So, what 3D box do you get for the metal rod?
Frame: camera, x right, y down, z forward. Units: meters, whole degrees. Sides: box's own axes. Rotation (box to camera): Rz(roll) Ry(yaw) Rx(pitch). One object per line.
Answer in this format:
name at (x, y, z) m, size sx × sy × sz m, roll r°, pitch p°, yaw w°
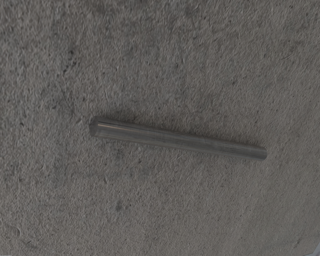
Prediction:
metal rod at (0.047, 0.021, 0.444) m, size 0.302 × 0.025 × 0.025 m, roll 10°, pitch 113°, yaw -33°
